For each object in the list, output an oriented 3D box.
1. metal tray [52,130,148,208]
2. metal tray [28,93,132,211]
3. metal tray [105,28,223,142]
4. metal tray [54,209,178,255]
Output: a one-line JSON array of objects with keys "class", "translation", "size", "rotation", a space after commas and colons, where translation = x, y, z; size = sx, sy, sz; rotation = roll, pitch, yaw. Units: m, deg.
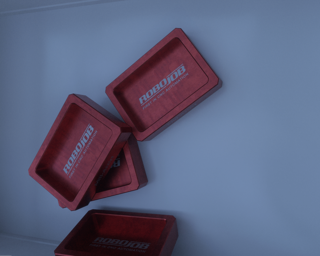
[{"class": "metal tray", "translation": [-0.091, 0.054, 0.438], "size": [0.130, 0.030, 0.090], "rotation": [-17, 84, 18]}, {"class": "metal tray", "translation": [-0.108, 0.031, 0.411], "size": [0.090, 0.030, 0.129], "rotation": [35, 101, 16]}, {"class": "metal tray", "translation": [0.003, -0.054, 0.405], "size": [0.130, 0.030, 0.090], "rotation": [-37, 79, 15]}, {"class": "metal tray", "translation": [-0.051, 0.145, 0.390], "size": [0.130, 0.090, 0.030], "rotation": [-1, 111, 19]}]
